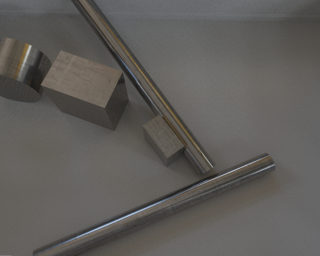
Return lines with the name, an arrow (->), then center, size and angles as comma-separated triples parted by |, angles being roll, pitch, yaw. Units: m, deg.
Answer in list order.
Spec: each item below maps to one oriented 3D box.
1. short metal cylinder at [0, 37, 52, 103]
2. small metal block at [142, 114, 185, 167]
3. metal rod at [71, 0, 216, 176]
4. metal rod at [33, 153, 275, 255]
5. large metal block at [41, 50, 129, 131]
short metal cylinder -> -0.190, -0.073, 0.405 | 0.080, 0.080, 0.050 | 9, 70, 3
small metal block -> 0.004, 0.017, 0.390 | 0.025, 0.050, 0.050 | -35, 74, -12
metal rod -> -0.027, -0.067, 0.407 | 0.025, 0.025, 0.299 | -35, 84, -12
metal rod -> 0.000, 0.097, 0.374 | 0.302, 0.025, 0.025 | -21, 72, -8
large metal block -> -0.090, -0.044, 0.396 | 0.080, 0.080, 0.050 | 20, 71, 7
